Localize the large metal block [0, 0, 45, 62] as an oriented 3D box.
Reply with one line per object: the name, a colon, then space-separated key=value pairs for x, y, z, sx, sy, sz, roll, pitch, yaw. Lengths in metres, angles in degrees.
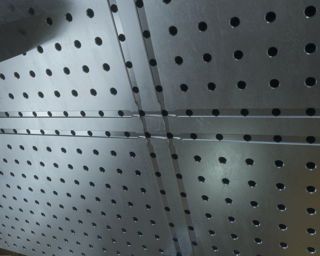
large metal block: x=-0.211 y=-0.131 z=0.403 sx=0.050 sy=0.080 sz=0.080 roll=46 pitch=129 yaw=-4
